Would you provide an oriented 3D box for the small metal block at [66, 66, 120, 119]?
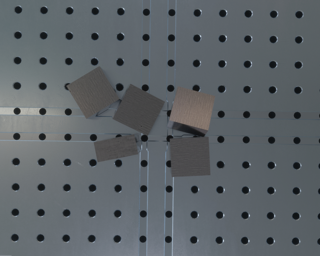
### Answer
[{"bbox_3d":[-0.087,-0.046,0.413,0.050,0.025,0.050,-31,90,0],"label":"small metal block"}]

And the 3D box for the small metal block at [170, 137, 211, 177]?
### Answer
[{"bbox_3d":[0.039,0.037,0.414,0.050,0.025,0.050,-3,90,0],"label":"small metal block"}]

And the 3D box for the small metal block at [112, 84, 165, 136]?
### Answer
[{"bbox_3d":[-0.029,-0.024,0.408,0.050,0.025,0.050,27,90,-13],"label":"small metal block"}]

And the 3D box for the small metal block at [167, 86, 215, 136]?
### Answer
[{"bbox_3d":[0.040,-0.021,0.405,0.050,0.025,0.050,15,68,0],"label":"small metal block"}]

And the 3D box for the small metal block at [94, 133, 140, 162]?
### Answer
[{"bbox_3d":[-0.053,0.024,0.401,0.050,0.050,0.025,-11,90,0],"label":"small metal block"}]
